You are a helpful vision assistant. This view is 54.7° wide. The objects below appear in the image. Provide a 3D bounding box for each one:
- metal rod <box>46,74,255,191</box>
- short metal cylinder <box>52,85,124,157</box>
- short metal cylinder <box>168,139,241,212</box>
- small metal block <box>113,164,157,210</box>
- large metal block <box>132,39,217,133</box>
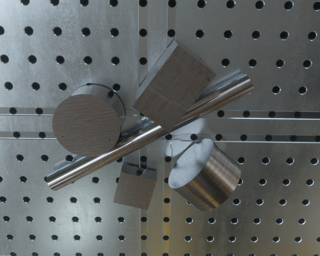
[{"bbox_3d":[-0.019,0.010,0.413,0.301,0.025,0.025,-27,108,9],"label":"metal rod"},{"bbox_3d":[-0.087,-0.010,0.391,0.081,0.050,0.079,0,110,0],"label":"short metal cylinder"},{"bbox_3d":[0.057,0.060,0.403,0.050,0.080,0.080,42,105,-14],"label":"short metal cylinder"},{"bbox_3d":[-0.035,0.084,0.440,0.050,0.025,0.050,14,109,-6],"label":"small metal block"},{"bbox_3d":[0.014,-0.053,0.361,0.050,0.080,0.080,35,106,-12],"label":"large metal block"}]
